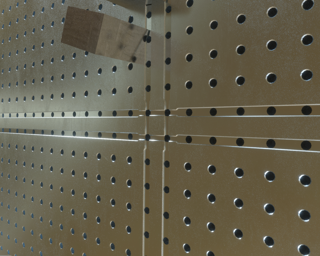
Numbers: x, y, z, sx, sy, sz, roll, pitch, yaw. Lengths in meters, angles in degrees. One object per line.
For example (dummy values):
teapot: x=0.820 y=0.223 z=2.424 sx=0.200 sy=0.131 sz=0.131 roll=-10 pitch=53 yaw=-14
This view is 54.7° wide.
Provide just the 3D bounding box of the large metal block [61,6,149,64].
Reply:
large metal block: x=-0.078 y=-0.130 z=0.435 sx=0.080 sy=0.081 sz=0.050 roll=26 pitch=106 yaw=36

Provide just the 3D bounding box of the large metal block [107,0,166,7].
large metal block: x=-0.034 y=-0.215 z=0.419 sx=0.080 sy=0.050 sz=0.079 roll=11 pitch=97 yaw=39
